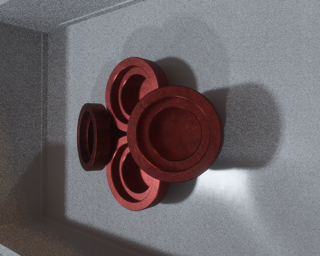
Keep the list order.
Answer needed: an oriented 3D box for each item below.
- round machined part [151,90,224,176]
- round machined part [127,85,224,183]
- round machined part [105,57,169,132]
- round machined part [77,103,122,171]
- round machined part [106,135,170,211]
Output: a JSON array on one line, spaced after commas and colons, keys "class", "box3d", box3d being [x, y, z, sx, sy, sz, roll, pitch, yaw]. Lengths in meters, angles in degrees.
[{"class": "round machined part", "box3d": [0.025, 0.006, 0.359, 0.098, 0.042, 0.097, 0, 89, 17]}, {"class": "round machined part", "box3d": [0.018, 0.006, 0.328, 0.098, 0.042, 0.097, 0, 90, 18]}, {"class": "round machined part", "box3d": [-0.025, -0.042, 0.414, 0.098, 0.042, 0.097, 0, 90, 40]}, {"class": "round machined part", "box3d": [-0.088, 0.013, 0.453, 0.098, 0.042, 0.097, -1, 88, 61]}, {"class": "round machined part", "box3d": [-0.023, 0.057, 0.412, 0.098, 0.042, 0.097, 0, 90, 40]}]
